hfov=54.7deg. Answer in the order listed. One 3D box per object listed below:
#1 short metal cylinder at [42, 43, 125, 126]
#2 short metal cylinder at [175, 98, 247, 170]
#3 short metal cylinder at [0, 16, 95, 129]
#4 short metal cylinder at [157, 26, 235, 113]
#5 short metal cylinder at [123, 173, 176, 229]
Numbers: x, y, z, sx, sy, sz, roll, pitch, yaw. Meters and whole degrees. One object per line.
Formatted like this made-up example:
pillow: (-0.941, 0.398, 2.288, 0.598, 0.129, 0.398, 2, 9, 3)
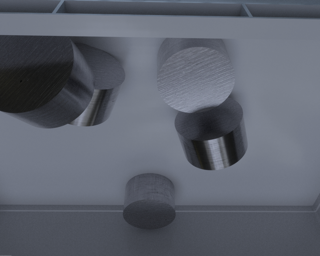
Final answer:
short metal cylinder: (-0.084, -0.047, 0.331, 0.081, 0.080, 0.050, 17, 128, -15)
short metal cylinder: (0.063, 0.005, 0.378, 0.080, 0.080, 0.050, -13, 129, 10)
short metal cylinder: (-0.102, -0.044, 0.259, 0.080, 0.080, 0.050, -7, 166, 5)
short metal cylinder: (0.037, -0.063, 0.340, 0.081, 0.050, 0.079, 0, 130, 0)
short metal cylinder: (-0.016, 0.117, 0.492, 0.081, 0.050, 0.079, 0, 130, 0)
